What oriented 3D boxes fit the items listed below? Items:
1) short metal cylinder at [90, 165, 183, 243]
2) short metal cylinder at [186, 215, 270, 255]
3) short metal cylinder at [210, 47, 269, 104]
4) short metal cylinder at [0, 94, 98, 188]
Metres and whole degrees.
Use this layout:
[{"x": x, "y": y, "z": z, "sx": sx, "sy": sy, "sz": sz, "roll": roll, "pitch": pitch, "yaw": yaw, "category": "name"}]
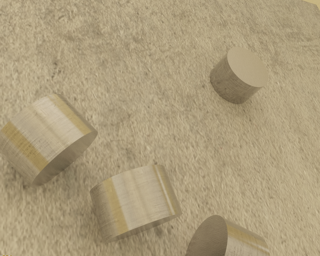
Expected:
[{"x": -0.024, "y": 0.076, "z": 0.310, "sx": 0.081, "sy": 0.080, "sz": 0.050, "roll": -8, "pitch": 66, "yaw": -32, "category": "short metal cylinder"}, {"x": 0.067, "y": 0.139, "z": 0.322, "sx": 0.050, "sy": 0.080, "sz": 0.080, "roll": 29, "pitch": 52, "yaw": -11, "category": "short metal cylinder"}, {"x": 0.131, "y": -0.087, "z": 0.514, "sx": 0.081, "sy": 0.050, "sz": 0.080, "roll": 14, "pitch": 56, "yaw": -21, "category": "short metal cylinder"}, {"x": -0.109, "y": 0.012, "z": 0.303, "sx": 0.050, "sy": 0.080, "sz": 0.080, "roll": 46, "pitch": 51, "yaw": 3, "category": "short metal cylinder"}]
